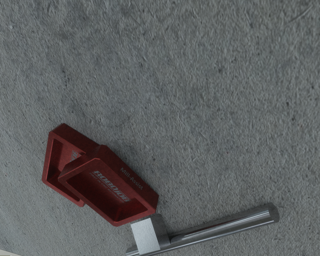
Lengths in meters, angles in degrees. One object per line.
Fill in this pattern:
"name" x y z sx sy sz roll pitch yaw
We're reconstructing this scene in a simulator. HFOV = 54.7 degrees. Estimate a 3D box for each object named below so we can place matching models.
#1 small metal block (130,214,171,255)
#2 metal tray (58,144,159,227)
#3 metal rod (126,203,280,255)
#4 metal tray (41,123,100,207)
"small metal block" -0.016 0.174 0.508 0.050 0.025 0.050 -31 72 37
"metal tray" -0.076 0.092 0.470 0.090 0.030 0.130 -28 117 28
"metal rod" 0.046 0.172 0.487 0.299 0.025 0.025 -33 100 38
"metal tray" -0.146 0.065 0.518 0.090 0.030 0.129 31 128 8
